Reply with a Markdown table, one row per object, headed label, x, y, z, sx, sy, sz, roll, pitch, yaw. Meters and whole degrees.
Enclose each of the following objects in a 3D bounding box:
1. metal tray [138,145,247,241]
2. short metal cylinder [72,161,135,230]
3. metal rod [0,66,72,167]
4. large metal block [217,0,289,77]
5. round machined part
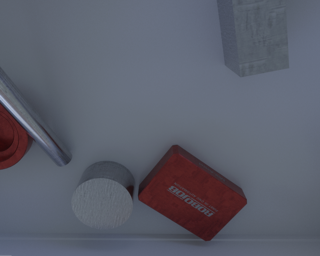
| label | x | y | z | sx | sy | sz | roll | pitch | yaw |
| --- | --- | --- | --- | --- | --- | --- | --- | --- | --- |
| metal tray | 0.046 | 0.095 | 0.445 | 0.130 | 0.030 | 0.090 | 35 | 106 | -13 |
| short metal cylinder | -0.076 | 0.092 | 0.431 | 0.081 | 0.050 | 0.079 | 0 | 110 | -1 |
| metal rod | -0.172 | -0.052 | 0.319 | 0.025 | 0.025 | 0.299 | -17 | 137 | 6 |
| large metal block | 0.100 | -0.107 | 0.344 | 0.050 | 0.080 | 0.079 | -11 | 110 | 3 |
| round machined part | -0.213 | 0.002 | 0.400 | 0.099 | 0.042 | 0.097 | 0 | 110 | -1 |
